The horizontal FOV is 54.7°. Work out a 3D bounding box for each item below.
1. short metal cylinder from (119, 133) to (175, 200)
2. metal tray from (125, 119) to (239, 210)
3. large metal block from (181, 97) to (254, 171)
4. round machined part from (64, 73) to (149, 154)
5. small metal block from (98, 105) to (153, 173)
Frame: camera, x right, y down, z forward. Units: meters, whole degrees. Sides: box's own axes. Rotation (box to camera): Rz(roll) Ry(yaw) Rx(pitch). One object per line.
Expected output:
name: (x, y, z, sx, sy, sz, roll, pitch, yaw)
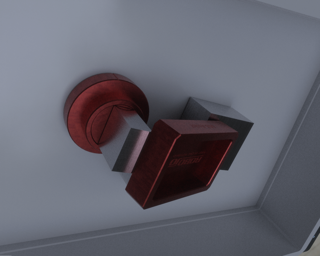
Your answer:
short metal cylinder: (-0.011, 0.049, 0.401, 0.081, 0.050, 0.080, -26, 145, -20)
metal tray: (0.030, 0.037, 0.353, 0.131, 0.030, 0.089, 0, 121, -51)
large metal block: (0.071, 0.010, 0.436, 0.081, 0.050, 0.079, 10, 113, -33)
round machined part: (-0.057, -0.010, 0.359, 0.099, 0.042, 0.097, -14, 125, -21)
small metal block: (-0.038, 0.012, 0.323, 0.025, 0.050, 0.050, 13, 112, -34)
